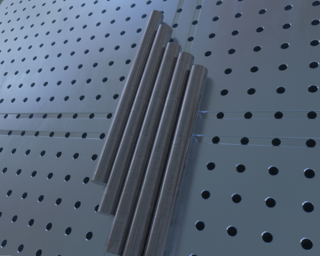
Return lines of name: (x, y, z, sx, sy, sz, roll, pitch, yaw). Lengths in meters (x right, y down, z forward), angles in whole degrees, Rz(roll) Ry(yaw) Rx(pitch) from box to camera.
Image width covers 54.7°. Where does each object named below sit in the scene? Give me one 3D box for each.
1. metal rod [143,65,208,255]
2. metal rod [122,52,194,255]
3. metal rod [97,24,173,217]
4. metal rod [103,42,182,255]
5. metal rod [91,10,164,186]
metal rod: (0.018, 0.052, 0.365, 0.025, 0.025, 0.300, 1, 62, 28)
metal rod: (0.001, 0.029, 0.387, 0.025, 0.025, 0.300, 1, 62, 28)
metal rod: (-0.028, -0.027, 0.436, 0.025, 0.025, 0.300, 1, 62, 28)
metal rod: (-0.015, 0.010, 0.408, 0.025, 0.025, 0.300, 1, 62, 28)
metal rod: (-0.042, -0.059, 0.464, 0.025, 0.025, 0.300, 1, 62, 28)
